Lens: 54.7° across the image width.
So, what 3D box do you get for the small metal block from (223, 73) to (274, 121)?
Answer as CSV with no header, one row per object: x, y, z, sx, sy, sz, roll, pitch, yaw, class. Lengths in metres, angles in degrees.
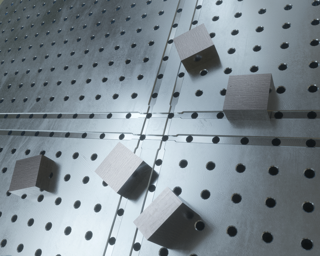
0.108,-0.037,0.374,0.050,0.025,0.050,2,63,28,small metal block

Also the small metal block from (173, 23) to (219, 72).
0.052,-0.118,0.452,0.050,0.025,0.050,-24,53,13,small metal block

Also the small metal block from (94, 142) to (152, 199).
-0.048,0.054,0.399,0.050,0.025,0.050,33,80,38,small metal block

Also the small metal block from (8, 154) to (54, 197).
-0.192,0.072,0.463,0.050,0.025,0.050,-14,56,20,small metal block

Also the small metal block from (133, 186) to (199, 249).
0.008,0.096,0.328,0.050,0.050,0.025,-46,51,-4,small metal block
